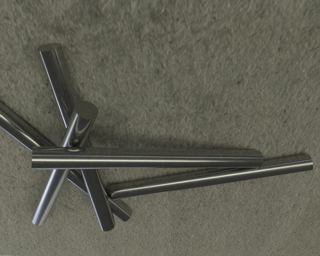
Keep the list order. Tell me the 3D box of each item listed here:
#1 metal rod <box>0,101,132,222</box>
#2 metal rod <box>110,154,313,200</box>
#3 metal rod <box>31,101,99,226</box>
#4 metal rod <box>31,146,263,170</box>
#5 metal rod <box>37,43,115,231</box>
[{"bbox_3d":[-0.140,0.055,0.452,0.025,0.025,0.300,-26,126,20],"label":"metal rod"},{"bbox_3d":[0.072,0.076,0.473,0.301,0.025,0.025,-10,130,8],"label":"metal rod"},{"bbox_3d":[-0.142,0.068,0.427,0.025,0.025,0.298,20,136,-17],"label":"metal rod"},{"bbox_3d":[0.002,0.038,0.390,0.303,0.025,0.025,3,132,-23],"label":"metal rod"},{"bbox_3d":[-0.102,0.035,0.416,0.025,0.025,0.298,-5,125,4],"label":"metal rod"}]
